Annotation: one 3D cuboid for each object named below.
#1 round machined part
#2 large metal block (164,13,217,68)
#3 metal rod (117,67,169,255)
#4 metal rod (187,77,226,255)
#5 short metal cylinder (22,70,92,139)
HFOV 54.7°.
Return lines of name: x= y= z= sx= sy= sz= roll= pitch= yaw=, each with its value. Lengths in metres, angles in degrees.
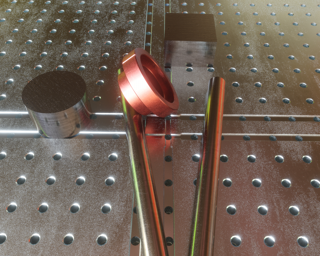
round machined part: x=-0.019 y=-0.056 z=0.420 sx=0.042 sy=0.098 sz=0.098 roll=-31 pitch=48 yaw=20
large metal block: x=0.048 y=-0.147 z=0.515 sx=0.081 sy=0.050 sz=0.080 roll=2 pitch=50 yaw=1
metal rod: x=-0.027 y=0.028 z=0.383 sx=0.025 sy=0.025 sz=0.300 roll=-8 pitch=50 yaw=-7
metal rod: x=0.059 y=0.045 z=0.370 sx=0.025 sy=0.025 sz=0.300 roll=8 pitch=50 yaw=6
short metal cylinder: x=-0.136 y=-0.032 z=0.417 sx=0.081 sy=0.050 sz=0.080 roll=0 pitch=50 yaw=0
